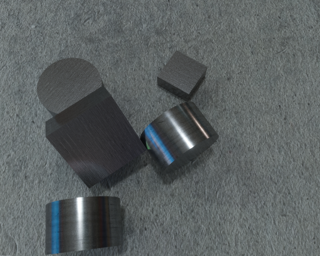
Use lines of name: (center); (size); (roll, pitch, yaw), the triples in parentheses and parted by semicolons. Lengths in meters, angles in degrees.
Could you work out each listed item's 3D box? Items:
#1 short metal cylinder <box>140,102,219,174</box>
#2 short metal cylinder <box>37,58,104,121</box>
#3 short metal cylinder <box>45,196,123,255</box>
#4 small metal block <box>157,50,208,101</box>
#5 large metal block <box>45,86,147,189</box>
short metal cylinder: (0.023, 0.013, 0.374); (0.080, 0.080, 0.050); (-31, 73, -11)
short metal cylinder: (-0.113, -0.045, 0.410); (0.081, 0.050, 0.080); (0, 70, 0)
short metal cylinder: (-0.083, 0.107, 0.339); (0.081, 0.080, 0.050); (-6, 70, -2)
small metal block: (0.031, -0.073, 0.435); (0.050, 0.025, 0.050); (31, 73, 10)
large metal block: (-0.075, 0.009, 0.365); (0.080, 0.050, 0.080); (-34, 117, -6)
